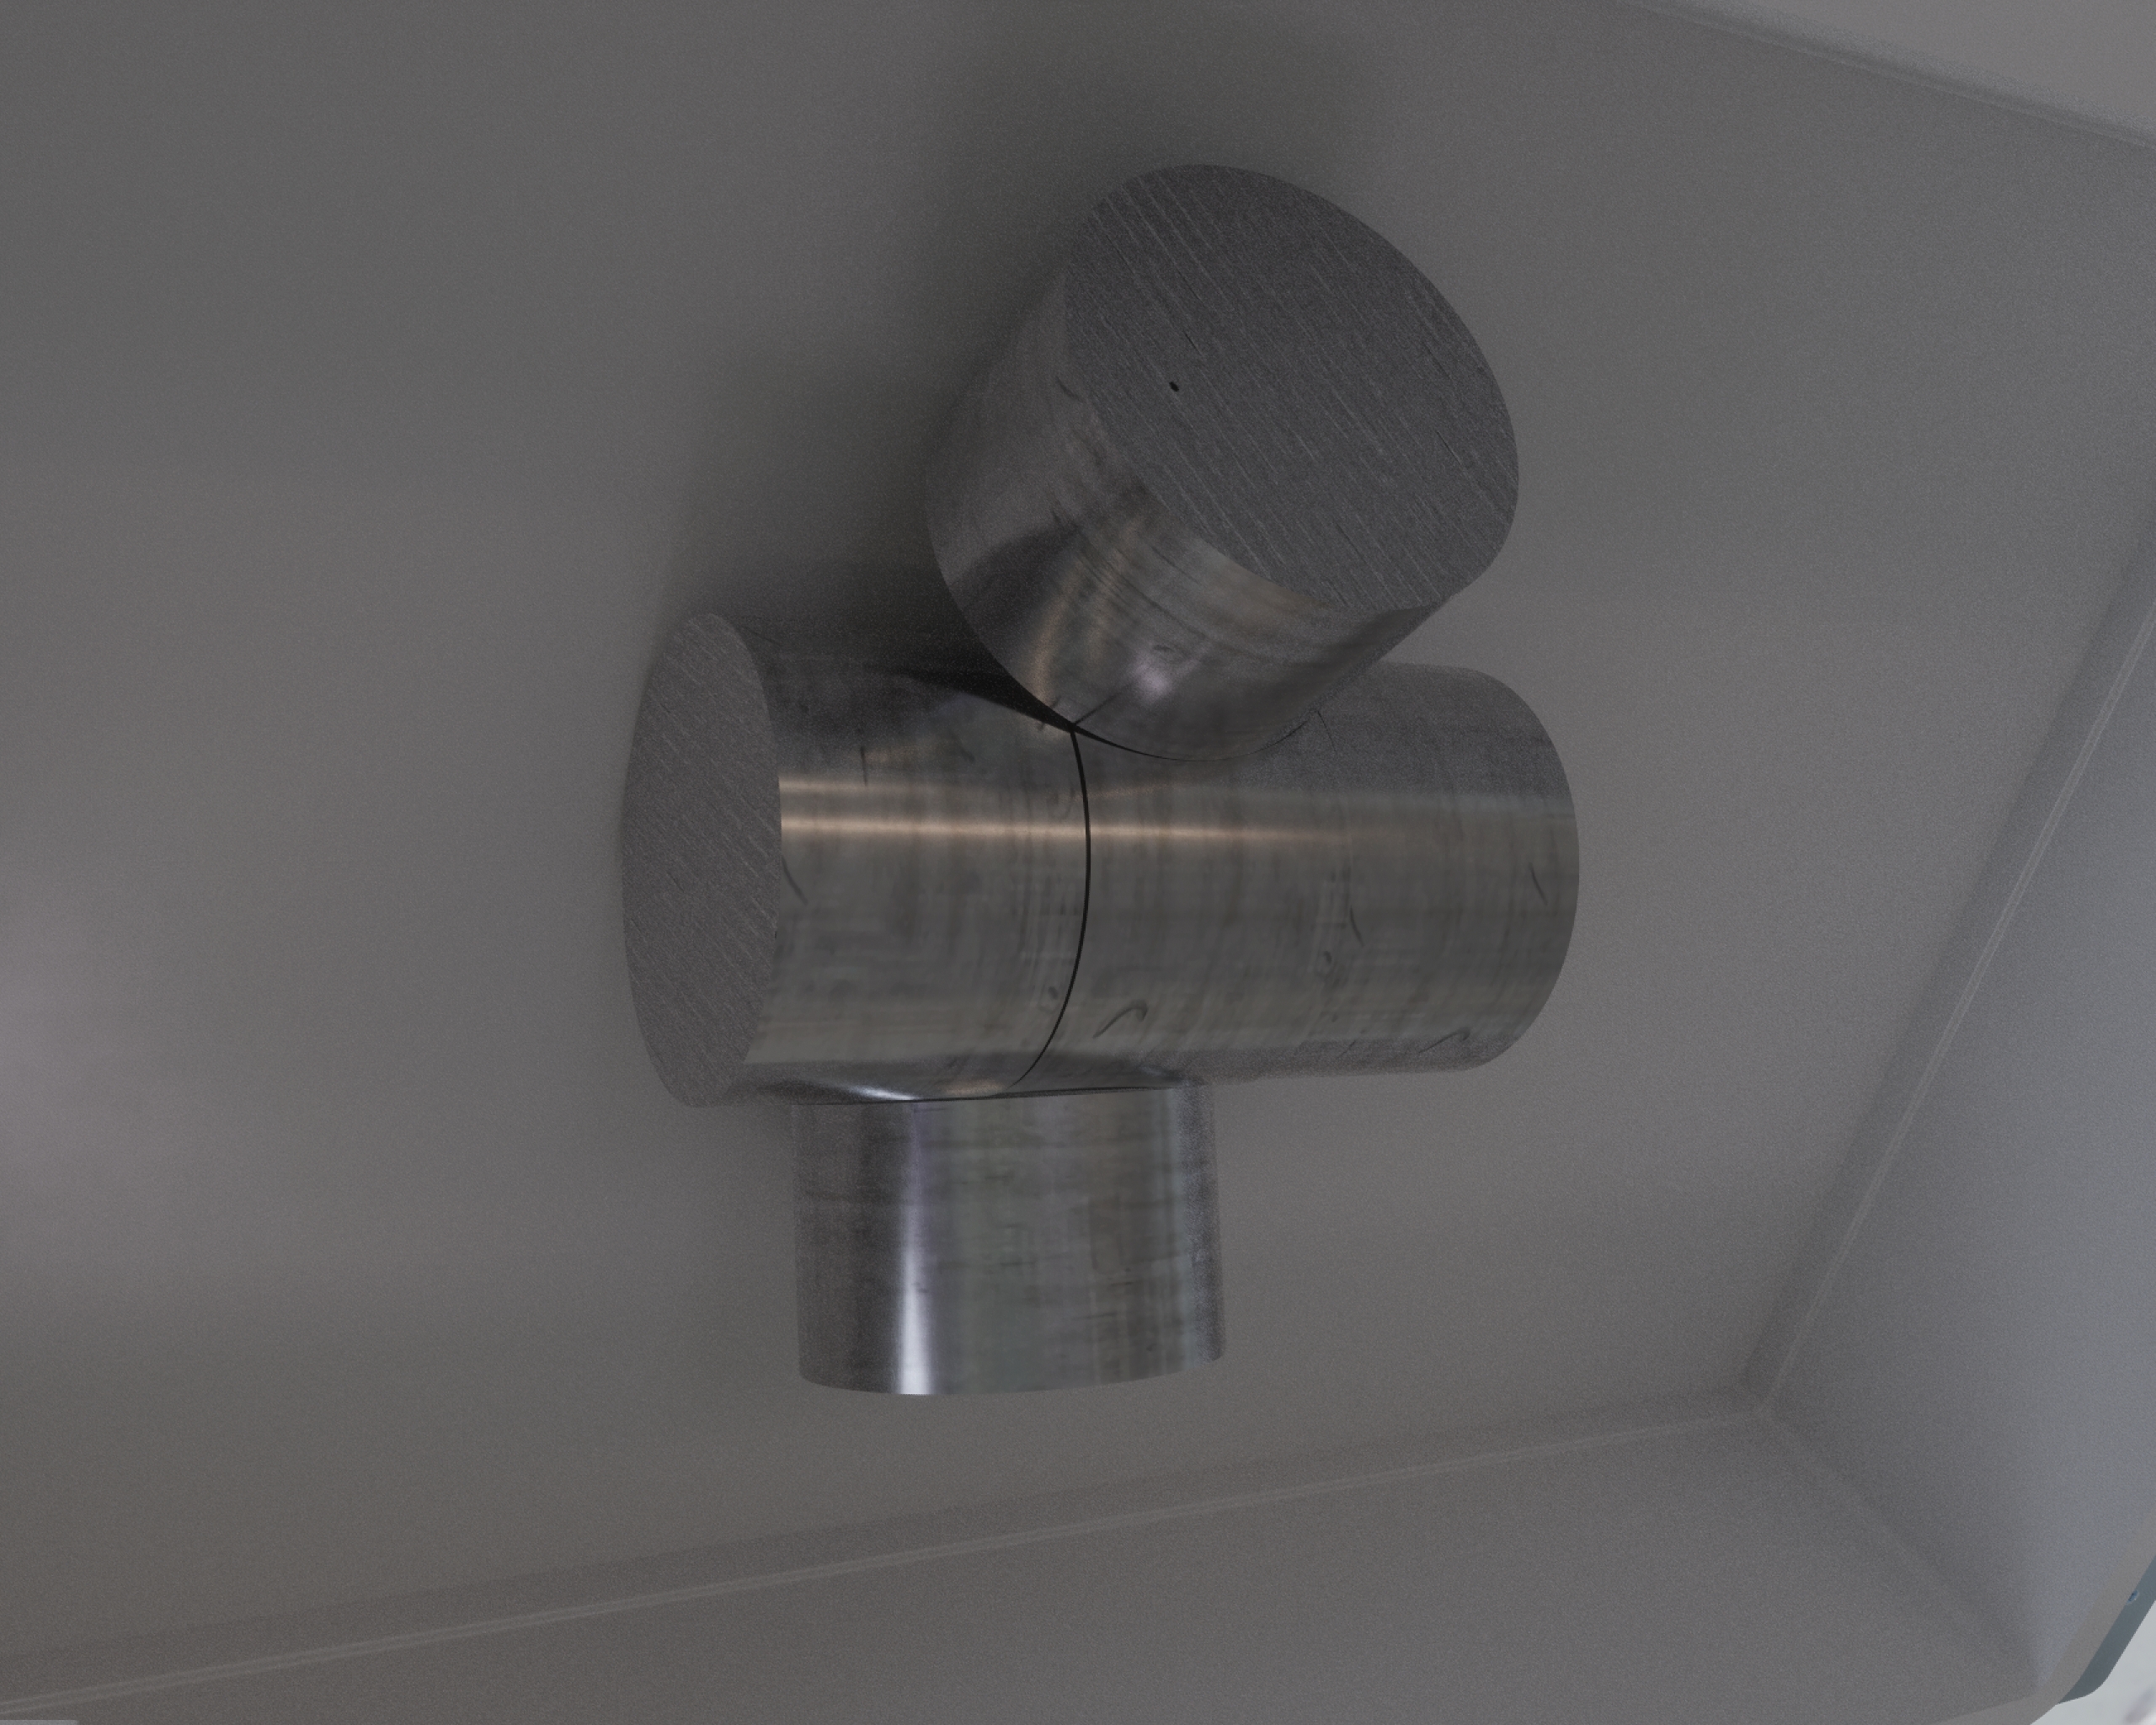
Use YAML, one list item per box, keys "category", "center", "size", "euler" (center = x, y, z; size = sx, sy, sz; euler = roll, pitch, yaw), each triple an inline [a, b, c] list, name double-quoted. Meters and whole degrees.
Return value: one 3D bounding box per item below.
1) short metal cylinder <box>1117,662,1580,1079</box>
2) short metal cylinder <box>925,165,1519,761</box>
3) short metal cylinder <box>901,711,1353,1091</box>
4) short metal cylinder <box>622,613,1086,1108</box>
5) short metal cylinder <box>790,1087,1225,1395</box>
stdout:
- category: "short metal cylinder"
  center: [0.049, 0.001, 0.398]
  size: [0.050, 0.080, 0.079]
  euler: [1, 118, -29]
- category: "short metal cylinder"
  center: [0.023, -0.063, 0.335]
  size: [0.081, 0.080, 0.050]
  euler: [2, 155, -29]
- category: "short metal cylinder"
  center: [0.005, 0.001, 0.374]
  size: [0.050, 0.080, 0.079]
  euler: [1, 118, -29]
- category: "short metal cylinder"
  center: [-0.040, 0.000, 0.349]
  size: [0.050, 0.080, 0.079]
  euler: [1, 118, -29]
- category: "short metal cylinder"
  center: [-0.013, 0.069, 0.397]
  size: [0.081, 0.080, 0.050]
  euler: [0, 84, -29]
